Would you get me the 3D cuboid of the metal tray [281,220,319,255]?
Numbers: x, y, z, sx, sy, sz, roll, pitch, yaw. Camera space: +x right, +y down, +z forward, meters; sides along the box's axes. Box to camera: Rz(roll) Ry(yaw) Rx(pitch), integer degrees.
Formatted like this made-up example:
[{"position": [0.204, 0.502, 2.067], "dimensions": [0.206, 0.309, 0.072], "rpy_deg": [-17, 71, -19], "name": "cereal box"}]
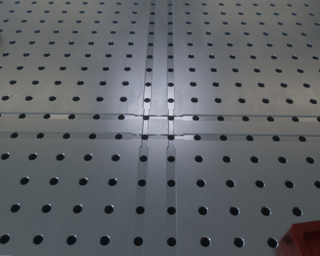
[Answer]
[{"position": [0.197, 0.131, 0.294], "dimensions": [0.131, 0.030, 0.090], "rpy_deg": [-6, 50, -5], "name": "metal tray"}]
